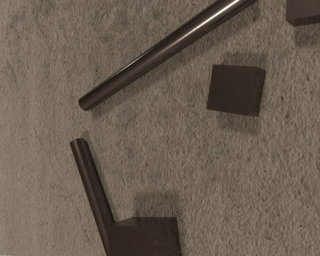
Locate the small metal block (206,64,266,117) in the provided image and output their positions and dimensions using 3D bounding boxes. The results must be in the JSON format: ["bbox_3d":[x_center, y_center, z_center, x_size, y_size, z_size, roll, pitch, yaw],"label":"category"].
[{"bbox_3d":[0.082,-0.041,0.336,0.050,0.025,0.050,13,98,39],"label":"small metal block"}]

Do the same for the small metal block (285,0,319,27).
[{"bbox_3d":[0.146,-0.125,0.284,0.050,0.025,0.050,4,92,39],"label":"small metal block"}]

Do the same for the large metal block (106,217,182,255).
[{"bbox_3d":[-0.020,0.162,0.403,0.080,0.050,0.080,-13,82,39],"label":"large metal block"}]

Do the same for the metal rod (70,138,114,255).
[{"bbox_3d":[-0.081,0.153,0.468,0.025,0.025,0.299,-36,68,34],"label":"metal rod"}]

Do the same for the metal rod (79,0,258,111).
[{"bbox_3d":[-0.013,-0.091,0.413,0.299,0.025,0.025,-26,74,36],"label":"metal rod"}]
